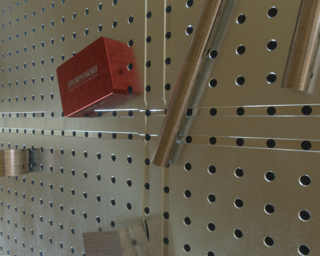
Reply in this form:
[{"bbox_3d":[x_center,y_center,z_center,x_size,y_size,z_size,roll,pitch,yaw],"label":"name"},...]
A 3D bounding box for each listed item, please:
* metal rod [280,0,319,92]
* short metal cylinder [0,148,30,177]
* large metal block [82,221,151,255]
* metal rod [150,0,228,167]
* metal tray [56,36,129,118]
[{"bbox_3d":[0.157,-0.182,0.279,0.025,0.025,0.298,17,101,38],"label":"metal rod"},{"bbox_3d":[-0.305,0.068,0.621,0.080,0.081,0.050,-3,88,39],"label":"short metal cylinder"},{"bbox_3d":[-0.060,0.182,0.440,0.080,0.050,0.080,-19,78,38],"label":"large metal block"},{"bbox_3d":[0.045,-0.091,0.370,0.025,0.025,0.298,30,108,36],"label":"metal rod"},{"bbox_3d":[-0.112,-0.077,0.496,0.130,0.030,0.090,-20,78,38],"label":"metal tray"}]
